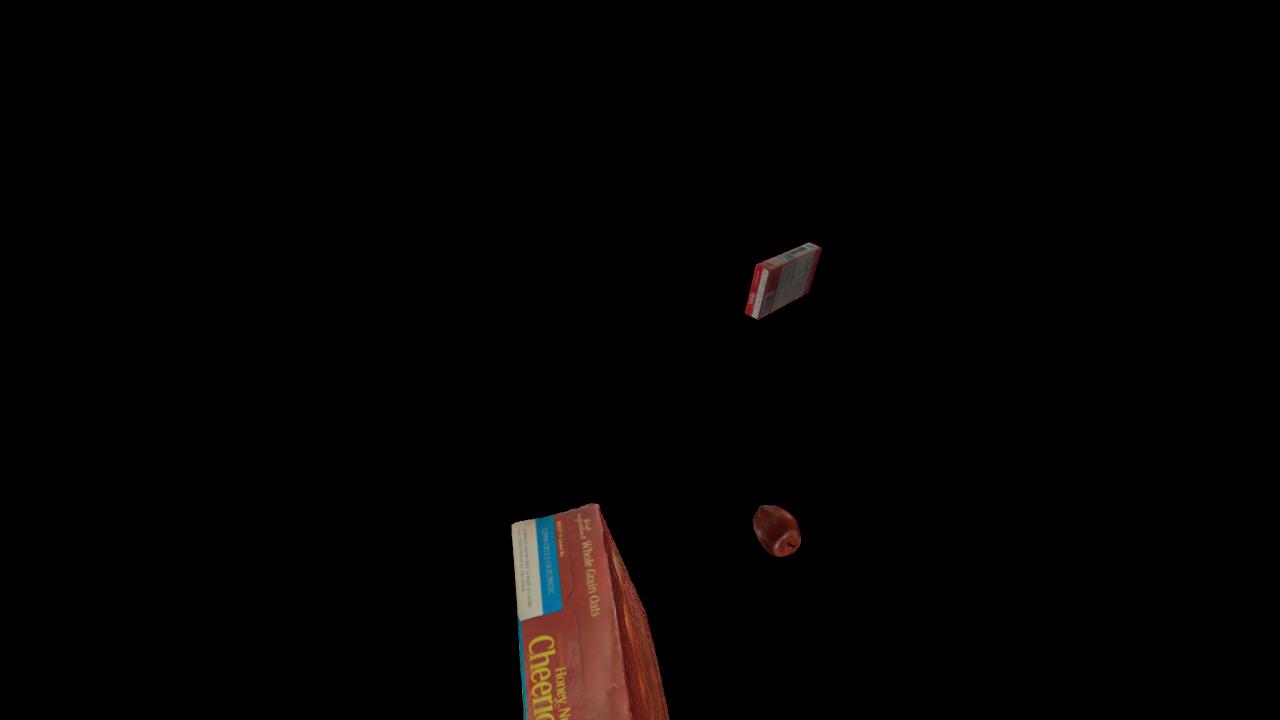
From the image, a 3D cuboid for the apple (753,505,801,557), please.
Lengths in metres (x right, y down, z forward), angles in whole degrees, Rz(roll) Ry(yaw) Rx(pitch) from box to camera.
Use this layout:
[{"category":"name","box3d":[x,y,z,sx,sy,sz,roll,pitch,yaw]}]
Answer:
[{"category":"apple","box3d":[0.239,0.297,1.072,0.079,0.079,0.093,0,27,-27]}]

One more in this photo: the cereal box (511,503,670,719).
[{"category":"cereal box","box3d":[-0.028,0.277,0.520,0.081,0.203,0.306,-14,-36,-1]}]

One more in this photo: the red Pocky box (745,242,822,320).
[{"category":"red Pocky box","box3d":[0.217,-0.121,0.927,0.028,0.083,0.155,31,39,32]}]
